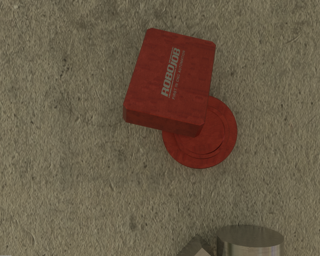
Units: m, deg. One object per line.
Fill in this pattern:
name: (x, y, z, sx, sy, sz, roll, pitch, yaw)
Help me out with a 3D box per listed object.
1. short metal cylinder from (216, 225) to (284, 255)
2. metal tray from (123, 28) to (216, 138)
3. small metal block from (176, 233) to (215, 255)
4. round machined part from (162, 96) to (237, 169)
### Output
short metal cylinder: (0.111, 0.157, 0.384, 0.081, 0.080, 0.050, 0, 90, 0)
metal tray: (0.014, -0.059, 0.376, 0.091, 0.030, 0.130, 13, 59, 0)
small metal block: (0.043, 0.171, 0.398, 0.025, 0.050, 0.050, 43, 90, 0)
round machined part: (0.052, 0.005, 0.402, 0.099, 0.042, 0.097, 0, 90, 0)
